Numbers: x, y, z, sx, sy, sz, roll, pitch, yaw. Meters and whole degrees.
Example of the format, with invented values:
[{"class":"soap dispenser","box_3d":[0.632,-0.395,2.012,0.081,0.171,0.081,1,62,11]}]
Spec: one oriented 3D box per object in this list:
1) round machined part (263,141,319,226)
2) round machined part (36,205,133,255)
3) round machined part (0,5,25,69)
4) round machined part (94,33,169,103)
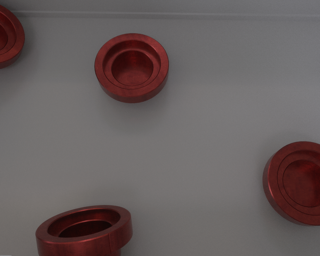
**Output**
[{"class":"round machined part","box_3d":[0.174,0.069,0.377,0.099,0.042,0.098,0,70,0]},{"class":"round machined part","box_3d":[-0.078,0.120,0.332,0.099,0.098,0.042,-6,95,-2]},{"class":"round machined part","box_3d":[-0.244,-0.124,0.430,0.099,0.042,0.098,11,68,-28]},{"class":"round machined part","box_3d":[-0.037,-0.078,0.429,0.099,0.042,0.098,0,70,0]}]
